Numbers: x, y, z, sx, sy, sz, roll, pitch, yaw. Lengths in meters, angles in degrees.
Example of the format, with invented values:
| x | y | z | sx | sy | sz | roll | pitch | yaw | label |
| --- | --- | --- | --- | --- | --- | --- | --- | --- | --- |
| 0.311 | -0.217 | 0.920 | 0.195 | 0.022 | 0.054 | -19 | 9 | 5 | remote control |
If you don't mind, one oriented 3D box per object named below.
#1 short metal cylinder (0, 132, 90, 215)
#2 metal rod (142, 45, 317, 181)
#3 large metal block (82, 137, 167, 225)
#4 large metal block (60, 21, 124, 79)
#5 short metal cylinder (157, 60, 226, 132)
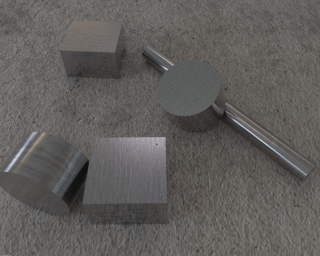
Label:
| x | y | z | sx | sy | sz | roll | pitch | yaw | label |
| --- | --- | --- | --- | --- | --- | --- | --- | --- | --- |
| -0.120 | 0.049 | 0.326 | 0.080 | 0.080 | 0.050 | 14 | 52 | 11 | short metal cylinder |
| 0.077 | -0.035 | 0.433 | 0.025 | 0.025 | 0.300 | -33 | 58 | -25 | metal rod |
| -0.034 | 0.057 | 0.339 | 0.081 | 0.050 | 0.080 | 0 | 50 | -1 | large metal block |
| -0.103 | -0.125 | 0.491 | 0.080 | 0.050 | 0.080 | 3 | 50 | 2 | large metal block |
| 0.042 | -0.041 | 0.404 | 0.080 | 0.050 | 0.080 | -7 | 65 | 16 | short metal cylinder |
